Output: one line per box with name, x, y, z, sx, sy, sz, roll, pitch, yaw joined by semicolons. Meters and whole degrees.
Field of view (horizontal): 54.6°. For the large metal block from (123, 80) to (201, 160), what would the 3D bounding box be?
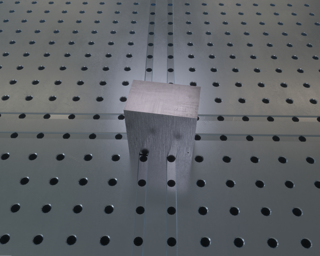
large metal block;0.004;-0.008;0.379;0.080;0.080;0.050;7;51;6
